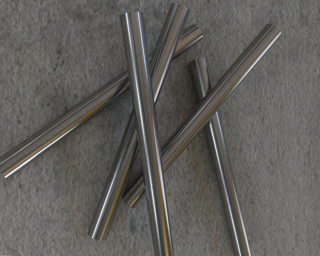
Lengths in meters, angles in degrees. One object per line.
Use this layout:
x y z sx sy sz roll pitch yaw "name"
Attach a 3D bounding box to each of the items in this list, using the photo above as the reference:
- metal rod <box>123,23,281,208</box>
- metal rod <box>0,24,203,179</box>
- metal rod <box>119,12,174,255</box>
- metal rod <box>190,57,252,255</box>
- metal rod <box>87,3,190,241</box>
0.056 -0.019 0.407 0.025 0.025 0.300 42 85 -16 "metal rod"
-0.063 -0.042 0.386 0.301 0.025 0.025 -38 103 -16 "metal rod"
-0.012 0.022 0.364 0.025 0.025 0.298 -12 103 -20 "metal rod"
0.088 0.050 0.443 0.025 0.025 0.298 -16 96 -20 "metal rod"
-0.026 -0.008 0.382 0.025 0.025 0.299 20 90 -19 "metal rod"
